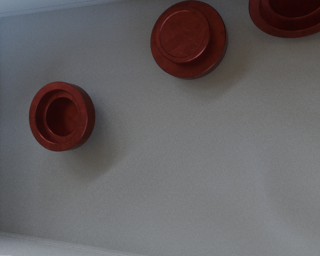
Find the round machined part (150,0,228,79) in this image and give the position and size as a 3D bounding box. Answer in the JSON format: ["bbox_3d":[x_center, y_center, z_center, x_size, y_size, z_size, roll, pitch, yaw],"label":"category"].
[{"bbox_3d":[0.033,-0.112,0.390,0.098,0.042,0.097,0,90,20],"label":"round machined part"}]

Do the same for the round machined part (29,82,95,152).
[{"bbox_3d":[-0.136,-0.016,0.450,0.098,0.042,0.097,0,90,20],"label":"round machined part"}]

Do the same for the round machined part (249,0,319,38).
[{"bbox_3d":[0.146,-0.145,0.327,0.098,0.098,0.042,0,61,20],"label":"round machined part"}]
